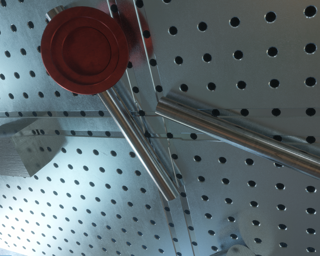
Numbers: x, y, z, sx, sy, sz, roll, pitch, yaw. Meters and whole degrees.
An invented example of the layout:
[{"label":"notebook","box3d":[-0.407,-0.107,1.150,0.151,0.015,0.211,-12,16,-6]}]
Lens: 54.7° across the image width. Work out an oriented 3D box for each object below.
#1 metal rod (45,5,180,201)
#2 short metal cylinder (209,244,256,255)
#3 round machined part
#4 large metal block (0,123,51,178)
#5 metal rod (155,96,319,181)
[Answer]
[{"label":"metal rod","box3d":[-0.056,-0.023,0.424,0.025,0.025,0.299,-21,108,35]},{"label":"short metal cylinder","box3d":[0.108,0.219,0.453,0.080,0.080,0.050,44,129,-3]},{"label":"round machined part","box3d":[-0.086,-0.091,0.369,0.099,0.042,0.097,-1,105,-2]},{"label":"large metal block","box3d":[-0.256,0.039,0.551,0.080,0.050,0.080,-2,118,29]},{"label":"metal rod","box3d":[0.135,0.027,0.356,0.301,0.025,0.025,22,127,14]}]
